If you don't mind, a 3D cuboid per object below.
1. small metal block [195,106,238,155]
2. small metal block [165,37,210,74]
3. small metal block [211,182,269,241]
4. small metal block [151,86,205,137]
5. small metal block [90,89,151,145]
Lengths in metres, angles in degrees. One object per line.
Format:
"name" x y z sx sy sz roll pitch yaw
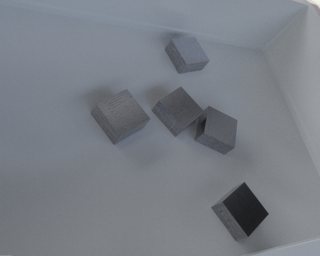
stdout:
"small metal block" 0.082 0.003 0.447 0.050 0.025 0.050 25 53 -13
"small metal block" 0.044 -0.118 0.501 0.050 0.025 0.050 -16 70 -34
"small metal block" 0.103 0.106 0.396 0.050 0.025 0.050 -28 77 -37
"small metal block" 0.026 -0.023 0.433 0.050 0.025 0.050 48 51 6
"small metal block" -0.049 -0.015 0.388 0.050 0.025 0.050 -31 79 -38
